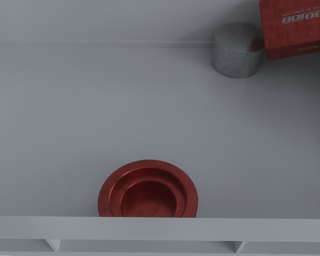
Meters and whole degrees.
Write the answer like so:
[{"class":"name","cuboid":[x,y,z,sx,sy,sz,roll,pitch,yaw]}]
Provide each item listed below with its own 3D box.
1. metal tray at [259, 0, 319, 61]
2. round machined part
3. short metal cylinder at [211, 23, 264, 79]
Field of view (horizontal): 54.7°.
[{"class":"metal tray","cuboid":[0.211,-0.151,0.431,0.130,0.030,0.090,-7,68,20]},{"class":"round machined part","cuboid":[-0.012,0.083,0.320,0.099,0.042,0.098,0,44,0]},{"class":"short metal cylinder","cuboid":[0.125,-0.124,0.495,0.081,0.050,0.080,0,50,0]}]
